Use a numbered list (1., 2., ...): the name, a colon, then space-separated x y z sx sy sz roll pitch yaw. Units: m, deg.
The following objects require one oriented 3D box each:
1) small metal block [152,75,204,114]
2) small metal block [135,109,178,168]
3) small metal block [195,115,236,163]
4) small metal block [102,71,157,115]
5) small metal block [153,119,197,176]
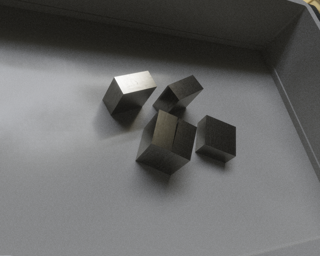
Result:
1. small metal block: 0.025 -0.043 0.431 0.050 0.050 0.025 -28 78 -38
2. small metal block: -0.004 0.014 0.380 0.025 0.050 0.050 23 53 -15
3. small metal block: 0.080 0.016 0.441 0.050 0.025 0.050 21 54 -16
4. small metal block: -0.039 -0.045 0.397 0.050 0.050 0.025 -18 72 -35
5. small metal block: 0.019 0.025 0.386 0.025 0.050 0.050 26 53 -13
